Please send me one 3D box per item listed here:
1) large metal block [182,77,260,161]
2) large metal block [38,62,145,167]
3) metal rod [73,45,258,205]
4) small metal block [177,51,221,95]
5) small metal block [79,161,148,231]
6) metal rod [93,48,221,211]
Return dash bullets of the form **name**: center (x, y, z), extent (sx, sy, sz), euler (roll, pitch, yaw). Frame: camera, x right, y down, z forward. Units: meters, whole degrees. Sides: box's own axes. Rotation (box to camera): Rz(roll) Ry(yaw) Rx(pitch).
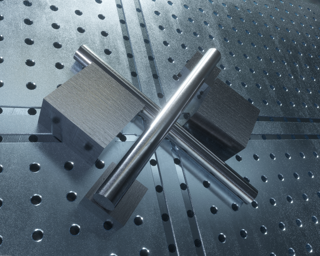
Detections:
- **large metal block**: center (0.088, -0.012, 0.447), extent (0.080, 0.050, 0.080), euler (37, 51, -4)
- **large metal block**: center (-0.078, -0.017, 0.360), extent (0.080, 0.050, 0.080), euler (40, 51, -1)
- **metal rod**: center (0.009, -0.004, 0.414), extent (0.300, 0.025, 0.025), euler (40, 51, -1)
- **small metal block**: center (0.063, -0.088, 0.496), extent (0.050, 0.025, 0.050), euler (39, 51, -2)
- **small metal block**: center (-0.049, 0.074, 0.336), extent (0.050, 0.025, 0.050), euler (38, 51, -3)
- **metal rod**: center (0.015, -0.022, 0.397), extent (0.025, 0.025, 0.301), euler (39, 51, -2)
